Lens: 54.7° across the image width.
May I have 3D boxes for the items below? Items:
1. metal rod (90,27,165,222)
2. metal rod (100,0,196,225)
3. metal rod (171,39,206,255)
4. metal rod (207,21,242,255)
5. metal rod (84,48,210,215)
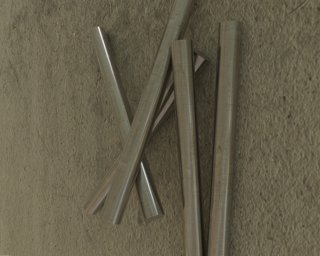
[{"bbox_3d":[-0.052,-0.023,0.420,0.025,0.025,0.299,-39,58,33],"label":"metal rod"},{"bbox_3d":[-0.009,-0.036,0.365,0.025,0.025,0.299,15,85,39],"label":"metal rod"},{"bbox_3d":[0.035,0.052,0.358,0.025,0.025,0.298,-1,95,40],"label":"metal rod"},{"bbox_3d":[0.071,0.034,0.346,0.025,0.025,0.298,4,93,40],"label":"metal rod"},{"bbox_3d":[-0.031,0.021,0.430,0.025,0.025,0.298,51,120,27],"label":"metal rod"}]
